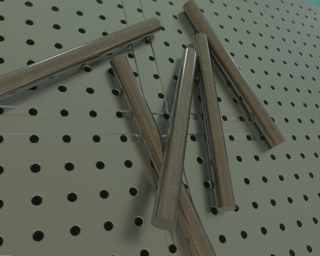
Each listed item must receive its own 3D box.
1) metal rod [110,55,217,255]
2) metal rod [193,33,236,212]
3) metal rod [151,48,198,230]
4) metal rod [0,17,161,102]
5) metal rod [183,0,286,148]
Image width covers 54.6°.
[{"bbox_3d":[0.001,0.035,0.386,0.025,0.025,0.299,-12,68,-33],"label":"metal rod"},{"bbox_3d":[0.076,-0.027,0.465,0.025,0.025,0.299,11,57,-22],"label":"metal rod"},{"bbox_3d":[0.026,-0.013,0.406,0.025,0.025,0.300,25,46,-13],"label":"metal rod"},{"bbox_3d":[-0.102,-0.097,0.411,0.025,0.025,0.302,49,51,6],"label":"metal rod"},{"bbox_3d":[0.121,-0.101,0.533,0.025,0.025,0.299,-17,70,-35],"label":"metal rod"}]
